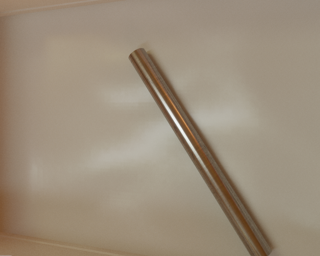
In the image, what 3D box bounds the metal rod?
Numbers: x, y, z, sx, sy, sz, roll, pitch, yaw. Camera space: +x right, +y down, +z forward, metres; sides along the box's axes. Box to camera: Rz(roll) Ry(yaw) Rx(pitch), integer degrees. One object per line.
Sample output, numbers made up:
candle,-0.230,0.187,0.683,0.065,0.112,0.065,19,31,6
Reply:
metal rod,0.045,0.025,0.394,0.025,0.025,0.299,-34,79,16
